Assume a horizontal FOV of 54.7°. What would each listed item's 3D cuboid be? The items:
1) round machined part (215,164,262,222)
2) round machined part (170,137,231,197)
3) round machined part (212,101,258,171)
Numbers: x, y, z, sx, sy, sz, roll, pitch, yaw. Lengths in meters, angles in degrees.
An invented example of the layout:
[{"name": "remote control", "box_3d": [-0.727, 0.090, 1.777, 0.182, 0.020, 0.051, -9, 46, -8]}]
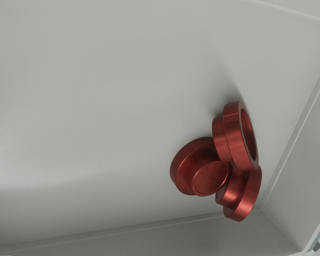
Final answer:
[{"name": "round machined part", "box_3d": [0.122, 0.097, 0.500, 0.042, 0.098, 0.097, 22, 111, 1]}, {"name": "round machined part", "box_3d": [0.068, 0.066, 0.475, 0.099, 0.042, 0.097, -14, 124, -21]}, {"name": "round machined part", "box_3d": [0.105, 0.013, 0.439, 0.042, 0.098, 0.098, -15, 134, 25]}]
